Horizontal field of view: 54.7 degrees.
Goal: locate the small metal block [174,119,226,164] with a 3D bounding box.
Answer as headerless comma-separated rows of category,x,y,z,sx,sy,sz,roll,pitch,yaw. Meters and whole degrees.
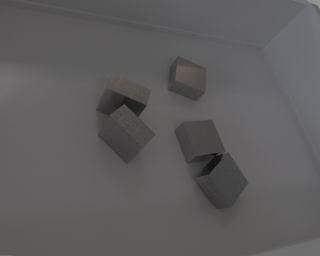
small metal block,0.054,0.018,0.424,0.050,0.025,0.050,-6,64,-31

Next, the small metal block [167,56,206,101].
small metal block,0.042,-0.075,0.474,0.050,0.025,0.050,20,54,-17

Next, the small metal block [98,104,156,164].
small metal block,-0.040,0.008,0.363,0.050,0.050,0.025,44,51,2

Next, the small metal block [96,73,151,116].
small metal block,-0.046,-0.034,0.386,0.050,0.050,0.025,23,53,-15

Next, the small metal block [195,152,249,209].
small metal block,0.081,0.068,0.401,0.050,0.025,0.050,-39,98,-38
